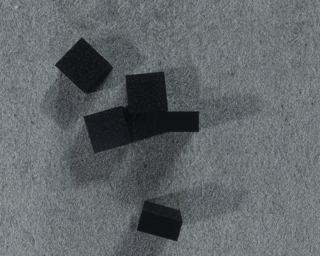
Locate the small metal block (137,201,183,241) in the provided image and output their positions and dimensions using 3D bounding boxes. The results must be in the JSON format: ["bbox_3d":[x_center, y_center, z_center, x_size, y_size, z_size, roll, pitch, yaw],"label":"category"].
[{"bbox_3d":[0.000,0.118,0.397,0.050,0.050,0.025,15,90,0],"label":"small metal block"}]

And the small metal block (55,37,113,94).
[{"bbox_3d":[-0.099,-0.081,0.409,0.050,0.025,0.050,44,90,0],"label":"small metal block"}]

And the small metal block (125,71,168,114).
[{"bbox_3d":[-0.017,-0.045,0.410,0.050,0.025,0.050,-6,90,0],"label":"small metal block"}]

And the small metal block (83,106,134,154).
[{"bbox_3d":[-0.067,0.002,0.409,0.050,0.025,0.050,-16,90,0],"label":"small metal block"}]

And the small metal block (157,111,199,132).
[{"bbox_3d":[0.022,-0.008,0.397,0.050,0.050,0.025,0,90,0],"label":"small metal block"}]
